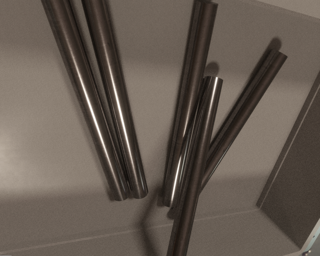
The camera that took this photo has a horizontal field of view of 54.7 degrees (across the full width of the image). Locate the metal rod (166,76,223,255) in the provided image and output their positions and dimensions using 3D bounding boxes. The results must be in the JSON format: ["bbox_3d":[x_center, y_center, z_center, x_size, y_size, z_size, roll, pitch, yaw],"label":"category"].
[{"bbox_3d":[0.040,0.080,0.404,0.025,0.025,0.298,14,86,-35],"label":"metal rod"}]

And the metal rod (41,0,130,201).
[{"bbox_3d":[-0.078,-0.025,0.351,0.025,0.025,0.298,-22,127,-15],"label":"metal rod"}]

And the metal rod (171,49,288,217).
[{"bbox_3d":[0.099,0.020,0.477,0.025,0.025,0.298,18,109,-36],"label":"metal rod"}]

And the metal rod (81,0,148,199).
[{"bbox_3d":[-0.048,-0.027,0.366,0.025,0.025,0.298,-21,127,-17],"label":"metal rod"}]

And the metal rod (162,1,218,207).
[{"bbox_3d":[0.035,-0.013,0.421,0.025,0.025,0.298,-6,121,-26],"label":"metal rod"}]
